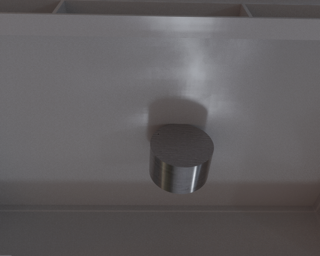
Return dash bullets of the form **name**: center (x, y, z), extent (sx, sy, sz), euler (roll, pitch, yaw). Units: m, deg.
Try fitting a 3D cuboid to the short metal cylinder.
- **short metal cylinder**: center (0.027, 0.039, 0.407), extent (0.081, 0.080, 0.050), euler (2, 130, -2)
